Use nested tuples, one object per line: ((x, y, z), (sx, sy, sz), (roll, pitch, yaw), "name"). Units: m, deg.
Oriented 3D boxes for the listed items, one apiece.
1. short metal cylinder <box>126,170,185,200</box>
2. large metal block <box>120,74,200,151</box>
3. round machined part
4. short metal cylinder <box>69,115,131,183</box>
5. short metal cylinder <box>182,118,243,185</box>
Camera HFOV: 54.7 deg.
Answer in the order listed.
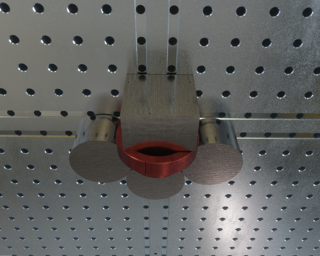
((-0.006, 0.058, 0.445), (0.081, 0.050, 0.079), (0, 130, 0), "short metal cylinder")
((0.000, -0.020, 0.358), (0.081, 0.080, 0.050), (1, 130, -1), "large metal block")
((-0.003, 0.023, 0.381), (0.099, 0.098, 0.042), (1, 130, -2), "round machined part")
((-0.077, 0.029, 0.420), (0.081, 0.050, 0.079), (0, 130, 0), "short metal cylinder")
((0.068, 0.033, 0.424), (0.081, 0.050, 0.079), (0, 130, 0), "short metal cylinder")
